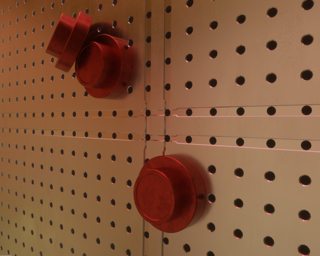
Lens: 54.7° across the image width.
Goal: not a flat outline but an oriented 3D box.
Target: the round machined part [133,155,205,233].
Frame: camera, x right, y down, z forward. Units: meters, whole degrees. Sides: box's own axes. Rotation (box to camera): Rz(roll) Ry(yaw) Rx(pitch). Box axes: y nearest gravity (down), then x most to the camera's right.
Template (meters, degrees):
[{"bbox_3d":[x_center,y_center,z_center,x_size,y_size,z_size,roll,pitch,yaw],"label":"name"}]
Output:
[{"bbox_3d":[0.005,0.084,0.393,0.098,0.042,0.097,0,90,39],"label":"round machined part"}]

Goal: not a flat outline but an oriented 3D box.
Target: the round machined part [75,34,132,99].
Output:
[{"bbox_3d":[-0.092,-0.094,0.472,0.098,0.042,0.097,0,90,39],"label":"round machined part"}]

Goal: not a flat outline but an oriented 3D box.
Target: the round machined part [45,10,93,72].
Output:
[{"bbox_3d":[-0.146,-0.140,0.487,0.097,0.042,0.098,-46,30,38],"label":"round machined part"}]
